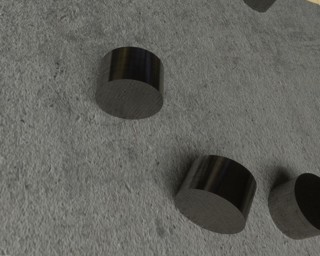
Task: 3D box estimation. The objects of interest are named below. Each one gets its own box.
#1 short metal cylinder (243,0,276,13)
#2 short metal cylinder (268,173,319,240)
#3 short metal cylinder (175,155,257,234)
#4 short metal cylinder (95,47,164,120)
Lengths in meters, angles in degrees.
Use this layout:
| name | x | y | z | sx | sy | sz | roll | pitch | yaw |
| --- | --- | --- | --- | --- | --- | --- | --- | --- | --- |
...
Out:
| name | x | y | z | sx | sy | sz | roll | pitch | yaw |
| --- | --- | --- | --- | --- | --- | --- | --- | --- | --- |
| short metal cylinder | 0.228 | -0.309 | 0.699 | 0.081 | 0.050 | 0.080 | 14 | 56 | -21 |
| short metal cylinder | 0.199 | 0.109 | 0.428 | 0.081 | 0.050 | 0.080 | 14 | 56 | -21 |
| short metal cylinder | 0.065 | 0.077 | 0.356 | 0.080 | 0.080 | 0.050 | 36 | 51 | -4 |
| short metal cylinder | -0.036 | -0.053 | 0.382 | 0.081 | 0.080 | 0.050 | 15 | 56 | -20 |
